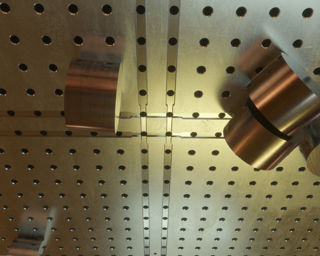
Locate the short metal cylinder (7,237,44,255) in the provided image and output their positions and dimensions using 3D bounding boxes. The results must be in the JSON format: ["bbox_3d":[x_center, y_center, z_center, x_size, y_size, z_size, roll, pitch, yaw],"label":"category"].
[{"bbox_3d":[-0.258,0.252,0.588,0.050,0.080,0.079,11,129,-9],"label":"short metal cylinder"}]

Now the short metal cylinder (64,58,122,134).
[{"bbox_3d":[-0.071,-0.035,0.345,0.050,0.080,0.079,5,130,-4],"label":"short metal cylinder"}]

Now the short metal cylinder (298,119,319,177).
[{"bbox_3d":[0.230,0.021,0.415,0.081,0.050,0.079,0,130,0],"label":"short metal cylinder"}]

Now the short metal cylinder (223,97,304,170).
[{"bbox_3d":[0.126,0.005,0.381,0.080,0.080,0.050,20,127,-16],"label":"short metal cylinder"}]

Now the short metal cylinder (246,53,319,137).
[{"bbox_3d":[0.143,-0.037,0.345,0.080,0.080,0.050,30,124,-23],"label":"short metal cylinder"}]
